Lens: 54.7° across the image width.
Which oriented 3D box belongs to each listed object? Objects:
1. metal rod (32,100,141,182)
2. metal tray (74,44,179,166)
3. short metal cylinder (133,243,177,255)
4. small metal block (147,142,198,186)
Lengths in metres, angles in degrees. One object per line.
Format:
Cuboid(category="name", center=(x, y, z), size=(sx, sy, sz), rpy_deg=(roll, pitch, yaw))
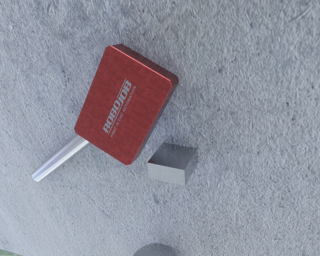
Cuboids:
Cuboid(category="metal rod", center=(-0.128, 0.024, 0.486), size=(0.299, 0.025, 0.025), rpy_deg=(-33, 100, 38))
Cuboid(category="metal tray", center=(-0.045, -0.027, 0.391), size=(0.090, 0.030, 0.129), rpy_deg=(32, 116, 7))
Cuboid(category="short metal cylinder", center=(-0.008, 0.245, 0.526), size=(0.080, 0.080, 0.050), rpy_deg=(6, 121, 24))
Cuboid(category="small metal block", center=(0.018, 0.046, 0.409), size=(0.050, 0.050, 0.025), rpy_deg=(9, 122, 23))
